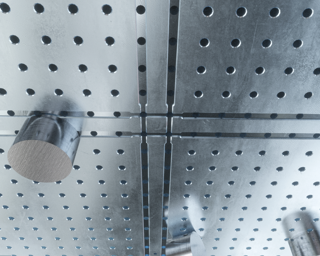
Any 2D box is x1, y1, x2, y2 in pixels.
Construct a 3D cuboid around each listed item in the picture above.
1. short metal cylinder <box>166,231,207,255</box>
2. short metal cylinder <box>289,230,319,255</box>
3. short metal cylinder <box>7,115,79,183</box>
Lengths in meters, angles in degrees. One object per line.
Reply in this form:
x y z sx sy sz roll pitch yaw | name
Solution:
0.052 0.242 0.582 0.050 0.080 0.080 -23 127 18 | short metal cylinder
0.302 0.244 0.606 0.081 0.050 0.079 0 130 0 | short metal cylinder
-0.154 0.029 0.418 0.081 0.050 0.079 0 130 0 | short metal cylinder
